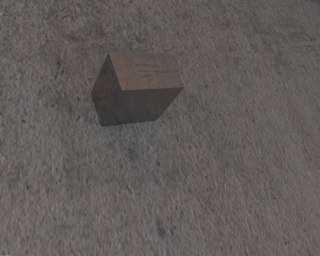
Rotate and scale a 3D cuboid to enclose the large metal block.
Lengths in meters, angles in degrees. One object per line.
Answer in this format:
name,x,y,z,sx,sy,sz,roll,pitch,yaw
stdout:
large metal block,-0.030,-0.046,0.380,0.081,0.080,0.050,-8,66,-31
